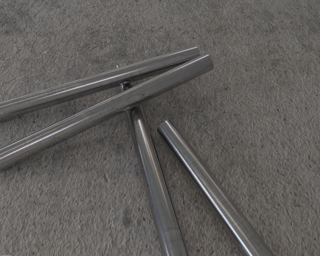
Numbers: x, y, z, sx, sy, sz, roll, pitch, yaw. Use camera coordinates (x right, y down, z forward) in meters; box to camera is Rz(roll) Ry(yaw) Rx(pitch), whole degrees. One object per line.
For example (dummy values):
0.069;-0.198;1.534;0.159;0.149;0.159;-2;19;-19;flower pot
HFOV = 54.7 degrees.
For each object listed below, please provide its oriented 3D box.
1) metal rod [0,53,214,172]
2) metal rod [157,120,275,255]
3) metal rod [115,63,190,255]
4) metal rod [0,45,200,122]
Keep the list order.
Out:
-0.066;-0.024;0.395;0.302;0.025;0.025;-27;55;-11;metal rod
0.079;0.100;0.319;0.025;0.025;0.300;-23;54;-18;metal rod
-0.020;0.021;0.385;0.025;0.025;0.300;-11;51;-9;metal rod
-0.091;-0.060;0.427;0.302;0.025;0.025;-17;52;-4;metal rod
